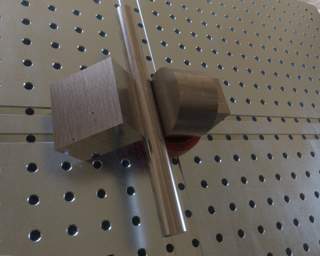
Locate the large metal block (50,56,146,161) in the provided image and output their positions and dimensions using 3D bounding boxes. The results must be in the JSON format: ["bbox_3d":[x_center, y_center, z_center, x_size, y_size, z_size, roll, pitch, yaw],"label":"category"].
[{"bbox_3d":[-0.069,-0.018,0.340,0.050,0.080,0.080,40,33,-60],"label":"large metal block"}]

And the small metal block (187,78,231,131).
[{"bbox_3d":[0.056,-0.028,0.387,0.025,0.050,0.050,1,62,-28],"label":"small metal block"}]

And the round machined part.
[{"bbox_3d":[0.004,-0.006,0.403,0.099,0.042,0.098,14,56,-21],"label":"round machined part"}]

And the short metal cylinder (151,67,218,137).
[{"bbox_3d":[0.024,-0.029,0.366,0.050,0.080,0.080,1,62,-28],"label":"short metal cylinder"}]

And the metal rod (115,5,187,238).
[{"bbox_3d":[-0.018,-0.028,0.364,0.025,0.025,0.299,1,61,-28],"label":"metal rod"}]
